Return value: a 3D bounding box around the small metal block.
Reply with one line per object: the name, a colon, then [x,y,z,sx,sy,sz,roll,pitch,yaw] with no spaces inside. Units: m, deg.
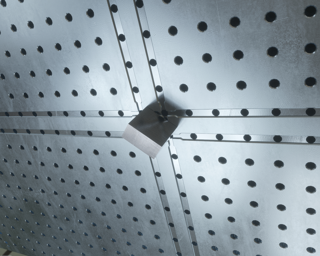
small metal block: [-0.013,0.005,0.403,0.050,0.050,0.025,35,129,5]
